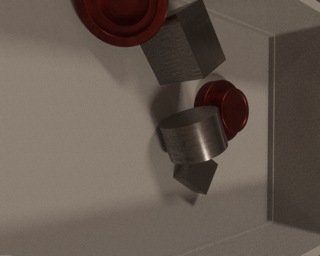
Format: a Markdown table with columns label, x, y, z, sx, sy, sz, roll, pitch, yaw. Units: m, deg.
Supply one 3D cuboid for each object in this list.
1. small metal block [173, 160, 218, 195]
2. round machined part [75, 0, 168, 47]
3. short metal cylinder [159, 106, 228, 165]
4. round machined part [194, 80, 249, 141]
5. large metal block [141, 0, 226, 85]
| label | x | y | z | sx | sy | sz | roll | pitch | yaw |
| --- | --- | --- | --- | --- | --- | --- | --- | --- | --- |
| small metal block | 0.053 | 0.063 | 0.454 | 0.050 | 0.025 | 0.050 | 40 | 66 | -33 |
| round machined part | -0.039 | -0.143 | 0.340 | 0.098 | 0.098 | 0.042 | 55 | 22 | -27 |
| short metal cylinder | 0.044 | 0.008 | 0.410 | 0.081 | 0.080 | 0.050 | -30 | 109 | -36 |
| round machined part | 0.102 | -0.027 | 0.484 | 0.099 | 0.042 | 0.097 | 0 | 90 | -40 |
| large metal block | 0.024 | -0.105 | 0.393 | 0.050 | 0.080 | 0.080 | -42 | 116 | -32 |
